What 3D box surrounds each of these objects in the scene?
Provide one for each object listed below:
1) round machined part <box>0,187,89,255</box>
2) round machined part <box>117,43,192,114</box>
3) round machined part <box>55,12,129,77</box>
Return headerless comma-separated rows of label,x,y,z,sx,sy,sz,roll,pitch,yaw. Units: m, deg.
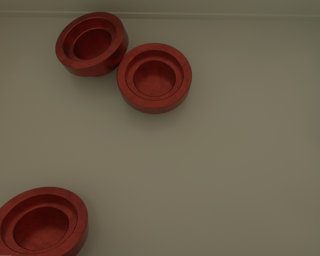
round machined part,-0.129,0.116,0.342,0.099,0.042,0.098,4,37,-3
round machined part,-0.007,-0.063,0.424,0.099,0.042,0.098,0,70,0
round machined part,-0.090,-0.111,0.432,0.098,0.042,0.098,-6,62,12
